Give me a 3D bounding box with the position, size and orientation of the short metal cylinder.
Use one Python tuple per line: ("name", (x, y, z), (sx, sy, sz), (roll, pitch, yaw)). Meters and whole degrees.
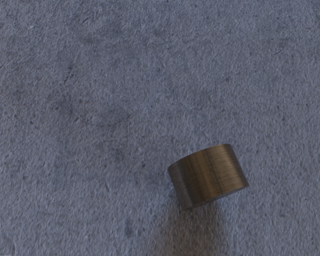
("short metal cylinder", (0.055, 0.058, 0.359), (0.081, 0.080, 0.050), (-18, 71, -7))
